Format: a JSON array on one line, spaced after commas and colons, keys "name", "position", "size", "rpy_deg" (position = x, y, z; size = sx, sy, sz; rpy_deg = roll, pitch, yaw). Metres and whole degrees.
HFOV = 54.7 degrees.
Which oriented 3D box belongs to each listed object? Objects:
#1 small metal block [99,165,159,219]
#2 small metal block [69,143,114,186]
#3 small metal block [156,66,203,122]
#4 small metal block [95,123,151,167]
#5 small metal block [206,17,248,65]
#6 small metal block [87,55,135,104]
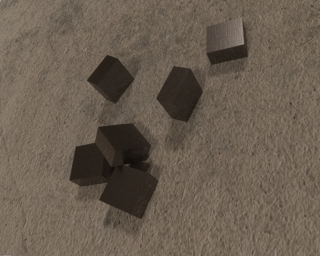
[{"name": "small metal block", "position": [-0.037, 0.076, 0.376], "size": [0.050, 0.025, 0.050], "rpy_deg": [13, 68, 33]}, {"name": "small metal block", "position": [-0.090, 0.049, 0.420], "size": [0.050, 0.025, 0.050], "rpy_deg": [-12, 57, 21]}, {"name": "small metal block", "position": [0.027, -0.043, 0.399], "size": [0.025, 0.050, 0.050], "rpy_deg": [16, 70, 34]}, {"name": "small metal block", "position": [-0.048, 0.020, 0.397], "size": [0.050, 0.050, 0.025], "rpy_deg": [47, 131, 39]}, {"name": "small metal block", "position": [0.092, -0.120, 0.428], "size": [0.050, 0.025, 0.050], "rpy_deg": [-9, 58, 23]}, {"name": "small metal block", "position": [-0.074, -0.073, 0.470], "size": [0.025, 0.050, 0.050], "rpy_deg": [27, 76, 37]}]
